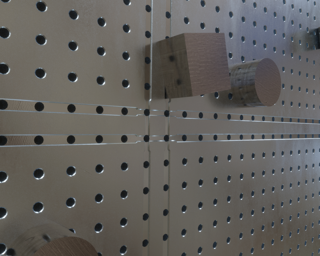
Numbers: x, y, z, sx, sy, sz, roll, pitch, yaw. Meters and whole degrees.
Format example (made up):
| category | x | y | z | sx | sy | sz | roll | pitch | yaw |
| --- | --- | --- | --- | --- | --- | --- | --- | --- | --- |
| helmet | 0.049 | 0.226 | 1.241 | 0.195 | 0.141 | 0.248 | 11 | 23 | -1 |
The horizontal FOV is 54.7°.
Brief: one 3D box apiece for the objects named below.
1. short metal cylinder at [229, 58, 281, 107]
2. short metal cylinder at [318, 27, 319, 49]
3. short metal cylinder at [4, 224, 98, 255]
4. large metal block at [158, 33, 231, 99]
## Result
| category | x | y | z | sx | sy | sz | roll | pitch | yaw |
| --- | --- | --- | --- | --- | --- | --- | --- | --- | --- |
| short metal cylinder | 0.163 | -0.075 | 0.529 | 0.081 | 0.050 | 0.080 | 0 | 90 | -40 |
| short metal cylinder | 0.414 | -0.217 | 0.720 | 0.081 | 0.080 | 0.050 | -17 | 101 | -39 |
| short metal cylinder | -0.107 | 0.140 | 0.304 | 0.081 | 0.050 | 0.080 | 0 | 90 | -40 |
| large metal block | 0.050 | -0.087 | 0.434 | 0.081 | 0.050 | 0.079 | -15 | 100 | -39 |
